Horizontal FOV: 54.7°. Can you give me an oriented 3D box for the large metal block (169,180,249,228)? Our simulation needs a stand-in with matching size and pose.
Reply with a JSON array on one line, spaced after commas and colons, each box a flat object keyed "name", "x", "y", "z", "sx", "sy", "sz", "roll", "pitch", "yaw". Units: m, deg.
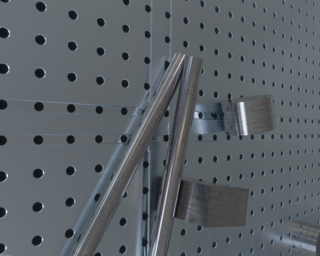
[{"name": "large metal block", "x": 0.063, "y": 0.101, "z": 0.427, "sx": 0.081, "sy": 0.080, "sz": 0.050, "roll": 13, "pitch": 82, "yaw": -40}]

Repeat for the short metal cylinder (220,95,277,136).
[{"name": "short metal cylinder", "x": 0.140, "y": -0.022, "z": 0.491, "sx": 0.081, "sy": 0.080, "sz": 0.050, "roll": -16, "pitch": 101, "yaw": -39}]

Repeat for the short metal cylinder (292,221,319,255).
[{"name": "short metal cylinder", "x": 0.330, "y": 0.248, "z": 0.671, "sx": 0.081, "sy": 0.050, "sz": 0.079, "roll": 0, "pitch": 90, "yaw": -40}]

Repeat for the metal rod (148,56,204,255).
[{"name": "metal rod", "x": 0.018, "y": 0.055, "z": 0.407, "sx": 0.025, "sy": 0.025, "sz": 0.298, "roll": 13, "pitch": 87, "yaw": -40}]

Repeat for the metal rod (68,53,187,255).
[{"name": "metal rod", "x": -0.031, "y": 0.029, "z": 0.383, "sx": 0.025, "sy": 0.025, "sz": 0.300, "roll": 40, "pitch": 66, "yaw": -33}]
